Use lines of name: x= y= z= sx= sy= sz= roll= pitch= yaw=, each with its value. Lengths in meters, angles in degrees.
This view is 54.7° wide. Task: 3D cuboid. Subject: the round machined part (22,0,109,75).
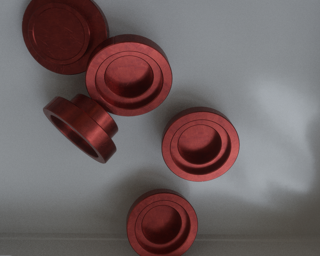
round machined part: x=-0.112 y=-0.110 z=0.361 sx=0.099 sy=0.042 sz=0.097 roll=0 pitch=110 yaw=0

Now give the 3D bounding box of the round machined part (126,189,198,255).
round machined part: x=0.001 y=0.134 z=0.442 sx=0.099 sy=0.042 sz=0.097 roll=-1 pitch=94 yaw=-9

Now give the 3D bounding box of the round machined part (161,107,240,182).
round machined part: x=0.051 y=0.018 z=0.409 sx=0.099 sy=0.042 sz=0.097 roll=0 pitch=110 yaw=0

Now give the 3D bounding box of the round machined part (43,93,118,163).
round machined part: x=-0.090 y=-0.004 z=0.380 sx=0.098 sy=0.098 sz=0.042 roll=46 pitch=69 yaw=-15

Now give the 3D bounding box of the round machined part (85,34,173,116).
round machined part: x=-0.037 y=-0.065 z=0.367 sx=0.099 sy=0.042 sz=0.097 roll=-5 pitch=129 yaw=-6
